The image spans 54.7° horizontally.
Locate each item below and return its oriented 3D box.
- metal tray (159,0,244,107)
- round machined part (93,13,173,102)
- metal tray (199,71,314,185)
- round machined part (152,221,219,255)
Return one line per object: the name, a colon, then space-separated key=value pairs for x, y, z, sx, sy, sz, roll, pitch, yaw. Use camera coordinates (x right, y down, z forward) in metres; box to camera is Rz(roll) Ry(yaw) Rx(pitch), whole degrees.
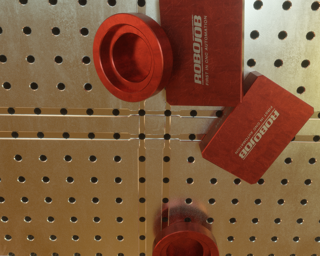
metal tray: x=0.051 y=-0.092 z=0.362 sx=0.090 sy=0.030 sz=0.129 roll=2 pitch=111 yaw=19
round machined part: x=-0.027 y=-0.082 z=0.358 sx=0.098 sy=0.042 sz=0.097 roll=13 pitch=116 yaw=30
metal tray: x=0.125 y=0.002 z=0.413 sx=0.090 sy=0.030 sz=0.129 roll=30 pitch=107 yaw=-11
round machined part: x=0.037 y=0.183 z=0.473 sx=0.099 sy=0.042 sz=0.097 roll=0 pitch=110 yaw=-1
